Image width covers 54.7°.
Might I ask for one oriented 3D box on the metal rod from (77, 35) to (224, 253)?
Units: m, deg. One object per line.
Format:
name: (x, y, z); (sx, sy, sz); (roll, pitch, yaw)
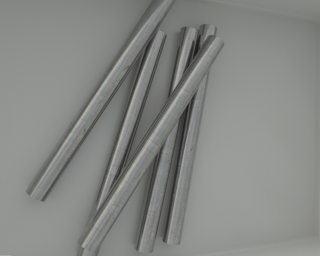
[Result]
metal rod: (-0.005, 0.010, 0.380); (0.025, 0.025, 0.300); (36, 79, -17)

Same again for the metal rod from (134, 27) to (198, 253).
metal rod: (0.010, 0.012, 0.413); (0.025, 0.025, 0.298); (13, 85, -20)

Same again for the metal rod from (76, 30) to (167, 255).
metal rod: (-0.047, 0.017, 0.393); (0.025, 0.025, 0.299); (19, 84, -19)

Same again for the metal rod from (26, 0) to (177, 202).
metal rod: (-0.065, -0.048, 0.375); (0.025, 0.025, 0.300); (34, 83, -17)

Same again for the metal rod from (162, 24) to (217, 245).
metal rod: (0.042, 0.006, 0.425); (0.025, 0.025, 0.298); (12, 86, -20)
